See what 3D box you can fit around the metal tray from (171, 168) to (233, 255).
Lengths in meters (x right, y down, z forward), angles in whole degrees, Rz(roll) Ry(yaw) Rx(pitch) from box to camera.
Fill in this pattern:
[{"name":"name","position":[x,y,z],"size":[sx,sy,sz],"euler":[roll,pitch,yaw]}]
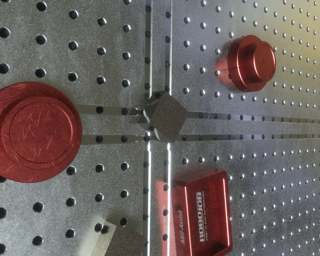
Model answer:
[{"name":"metal tray","position":[0.064,0.132,0.459],"size":[0.091,0.030,0.129],"euler":[-9,96,-40]}]

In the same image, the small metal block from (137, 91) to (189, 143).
[{"name":"small metal block","position":[0.005,-0.014,0.413],"size":[0.050,0.025,0.050],"euler":[39,66,-33]}]

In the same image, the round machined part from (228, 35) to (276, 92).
[{"name":"round machined part","position":[0.164,-0.112,0.535],"size":[0.099,0.042,0.097],"euler":[0,90,-40]}]

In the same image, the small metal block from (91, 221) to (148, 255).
[{"name":"small metal block","position":[-0.049,0.145,0.368],"size":[0.050,0.025,0.050],"euler":[35,69,-35]}]

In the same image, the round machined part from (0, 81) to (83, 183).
[{"name":"round machined part","position":[-0.120,0.004,0.297],"size":[0.099,0.042,0.097],"euler":[0,90,-40]}]
